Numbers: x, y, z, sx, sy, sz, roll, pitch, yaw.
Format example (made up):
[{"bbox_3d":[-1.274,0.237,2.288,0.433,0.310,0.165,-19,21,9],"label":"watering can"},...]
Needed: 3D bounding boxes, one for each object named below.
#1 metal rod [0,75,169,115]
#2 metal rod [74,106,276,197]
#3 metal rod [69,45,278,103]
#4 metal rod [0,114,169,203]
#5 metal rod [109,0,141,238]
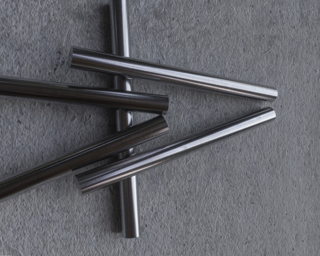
[{"bbox_3d":[-0.138,-0.042,0.344,0.302,0.025,0.025,5,88,-15],"label":"metal rod"},{"bbox_3d":[0.038,0.022,0.409,0.302,0.025,0.025,-18,97,-26],"label":"metal rod"},{"bbox_3d":[0.036,-0.065,0.407,0.302,0.025,0.025,6,88,-27],"label":"metal rod"},{"bbox_3d":[-0.130,0.051,0.348,0.302,0.025,0.025,-22,98,-14],"label":"metal rod"},{"bbox_3d":[-0.045,-0.012,0.394,0.025,0.025,0.298,-3,91,-20],"label":"metal rod"}]
